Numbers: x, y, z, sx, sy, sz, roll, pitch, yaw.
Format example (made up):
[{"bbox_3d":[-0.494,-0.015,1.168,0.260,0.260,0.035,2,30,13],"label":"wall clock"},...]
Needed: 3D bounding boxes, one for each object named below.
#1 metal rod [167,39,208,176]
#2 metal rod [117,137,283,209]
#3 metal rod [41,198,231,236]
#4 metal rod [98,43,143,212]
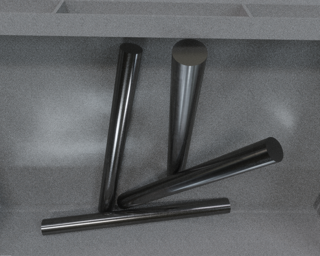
[{"bbox_3d":[0.022,0.015,0.350,0.025,0.025,0.299,-1,153,0],"label":"metal rod"},{"bbox_3d":[0.024,0.071,0.403,0.025,0.025,0.299,29,145,-23],"label":"metal rod"},{"bbox_3d":[-0.034,0.144,0.506,0.302,0.025,0.025,-5,131,-6],"label":"metal rod"},{"bbox_3d":[-0.061,0.025,0.429,0.025,0.025,0.298,9,130,-8],"label":"metal rod"}]
